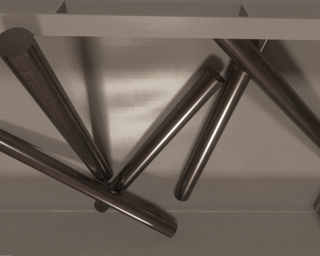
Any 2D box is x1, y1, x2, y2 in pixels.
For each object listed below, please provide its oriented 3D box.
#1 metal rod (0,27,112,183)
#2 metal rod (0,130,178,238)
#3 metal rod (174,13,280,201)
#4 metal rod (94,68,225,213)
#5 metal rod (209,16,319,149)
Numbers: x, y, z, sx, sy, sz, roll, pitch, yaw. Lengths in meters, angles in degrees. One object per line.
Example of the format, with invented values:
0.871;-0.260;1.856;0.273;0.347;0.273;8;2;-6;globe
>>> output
-0.090;0.008;0.336;0.025;0.025;0.299;-2;155;1;metal rod
-0.103;0.087;0.454;0.301;0.025;0.025;32;123;-15;metal rod
0.072;-0.001;0.408;0.025;0.025;0.298;11;129;-10;metal rod
-0.017;0.035;0.438;0.025;0.025;0.298;26;125;-21;metal rod
0.160;-0.024;0.369;0.025;0.025;0.301;-37;128;27;metal rod
